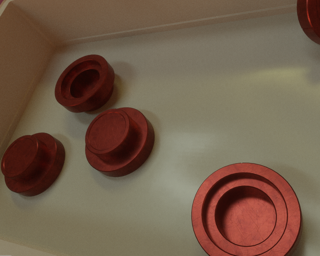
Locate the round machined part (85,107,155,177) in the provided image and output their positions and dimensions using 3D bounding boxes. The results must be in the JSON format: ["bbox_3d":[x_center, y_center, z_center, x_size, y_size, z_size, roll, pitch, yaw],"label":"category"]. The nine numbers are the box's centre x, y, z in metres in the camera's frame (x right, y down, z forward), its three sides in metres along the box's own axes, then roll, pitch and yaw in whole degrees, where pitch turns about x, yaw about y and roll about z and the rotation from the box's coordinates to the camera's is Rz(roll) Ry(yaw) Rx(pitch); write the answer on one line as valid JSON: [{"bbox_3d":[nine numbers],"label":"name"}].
[{"bbox_3d":[-0.061,0.013,0.417,0.098,0.042,0.098,-13,56,20],"label":"round machined part"}]

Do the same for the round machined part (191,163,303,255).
[{"bbox_3d":[0.084,0.086,0.298,0.098,0.042,0.098,-13,56,20],"label":"round machined part"}]

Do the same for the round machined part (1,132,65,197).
[{"bbox_3d":[-0.196,0.049,0.465,0.098,0.042,0.098,-13,56,20],"label":"round machined part"}]

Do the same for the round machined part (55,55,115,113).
[{"bbox_3d":[-0.114,-0.065,0.493,0.098,0.042,0.098,-13,56,20],"label":"round machined part"}]

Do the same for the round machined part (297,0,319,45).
[{"bbox_3d":[0.202,-0.142,0.353,0.098,0.098,0.042,-37,15,3],"label":"round machined part"}]
